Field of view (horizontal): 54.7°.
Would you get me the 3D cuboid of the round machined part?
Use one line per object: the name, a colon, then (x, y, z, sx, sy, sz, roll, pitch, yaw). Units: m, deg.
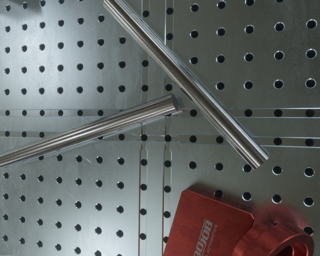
round machined part: (0.119, 0.145, 0.342, 0.042, 0.099, 0.097, 36, 104, 53)

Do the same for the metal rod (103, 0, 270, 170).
metal rod: (0.026, -0.069, 0.402, 0.025, 0.025, 0.300, -44, 77, 14)

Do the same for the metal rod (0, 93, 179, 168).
metal rod: (-0.116, 0.009, 0.452, 0.301, 0.025, 0.025, -18, 84, 18)

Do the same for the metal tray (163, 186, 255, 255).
metal tray: (0.057, 0.149, 0.390, 0.090, 0.030, 0.129, 17, 96, 18)

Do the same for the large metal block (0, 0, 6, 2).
large metal block: (-0.297, -0.247, 0.486, 0.050, 0.080, 0.080, -11, 87, 19)
